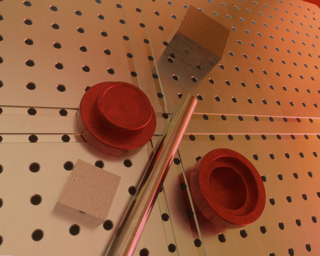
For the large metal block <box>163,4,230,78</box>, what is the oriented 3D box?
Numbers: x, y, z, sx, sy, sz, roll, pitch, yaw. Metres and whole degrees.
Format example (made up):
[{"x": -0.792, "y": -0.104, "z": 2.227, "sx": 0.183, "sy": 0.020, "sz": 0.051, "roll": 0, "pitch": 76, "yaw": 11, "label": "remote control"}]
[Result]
[{"x": 0.062, "y": -0.144, "z": 0.514, "sx": 0.080, "sy": 0.050, "sz": 0.080, "roll": 30, "pitch": 52, "yaw": -10, "label": "large metal block"}]

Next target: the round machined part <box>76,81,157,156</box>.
[{"x": -0.049, "y": -0.018, "z": 0.382, "sx": 0.099, "sy": 0.042, "sz": 0.098, "roll": 14, "pitch": 56, "yaw": -21, "label": "round machined part"}]

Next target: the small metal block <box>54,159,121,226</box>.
[{"x": -0.075, "y": 0.068, "z": 0.326, "sx": 0.050, "sy": 0.025, "sz": 0.050, "roll": 26, "pitch": 53, "yaw": -12, "label": "small metal block"}]

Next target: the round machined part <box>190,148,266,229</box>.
[{"x": 0.081, "y": 0.078, "z": 0.393, "sx": 0.099, "sy": 0.042, "sz": 0.098, "roll": 14, "pitch": 56, "yaw": -21, "label": "round machined part"}]

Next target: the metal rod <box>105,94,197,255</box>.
[{"x": -0.010, "y": 0.066, "z": 0.362, "sx": 0.025, "sy": 0.025, "sz": 0.301, "roll": 32, "pitch": 51, "yaw": -7, "label": "metal rod"}]
